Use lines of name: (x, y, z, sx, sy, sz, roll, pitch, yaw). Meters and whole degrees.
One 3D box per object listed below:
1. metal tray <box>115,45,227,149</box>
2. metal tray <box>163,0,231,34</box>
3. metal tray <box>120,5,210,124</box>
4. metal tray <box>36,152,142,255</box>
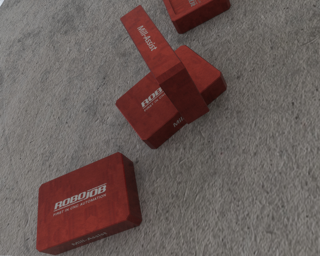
metal tray: (0.013, -0.045, 0.421, 0.130, 0.030, 0.090, -40, 51, 0)
metal tray: (0.050, -0.223, 0.510, 0.090, 0.030, 0.130, -25, 53, 12)
metal tray: (0.005, -0.076, 0.366, 0.030, 0.090, 0.130, -33, 52, 7)
metal tray: (-0.092, 0.095, 0.391, 0.130, 0.030, 0.090, -23, 53, 14)
